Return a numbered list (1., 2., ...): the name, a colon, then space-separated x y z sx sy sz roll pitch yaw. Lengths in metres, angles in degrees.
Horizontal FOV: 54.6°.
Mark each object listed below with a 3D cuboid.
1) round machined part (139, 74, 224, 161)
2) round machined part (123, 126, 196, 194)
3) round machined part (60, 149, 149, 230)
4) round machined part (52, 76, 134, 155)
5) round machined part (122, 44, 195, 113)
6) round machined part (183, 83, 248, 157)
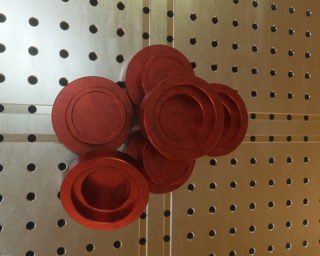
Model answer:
1. round machined part: 0.022 -0.012 0.366 0.099 0.042 0.097 0 90 -20
2. round machined part: 0.003 0.038 0.404 0.099 0.042 0.097 0 90 -20
3. round machined part: -0.063 0.068 0.366 0.099 0.042 0.097 -2 112 -4
4. round machined part: -0.079 -0.014 0.374 0.099 0.042 0.097 0 90 -20
5. round machined part: 0.003 -0.060 0.404 0.099 0.042 0.097 0 90 -20
6. round machined part: 0.068 -0.011 0.428 0.099 0.042 0.097 0 90 -20
